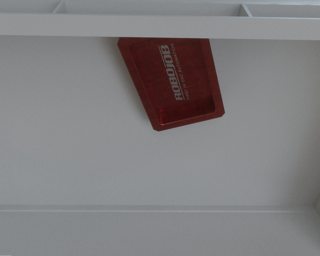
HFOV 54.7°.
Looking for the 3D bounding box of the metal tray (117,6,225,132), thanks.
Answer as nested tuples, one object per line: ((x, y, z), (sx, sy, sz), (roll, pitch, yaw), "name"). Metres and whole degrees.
((0.017, -0.060, 0.354), (0.090, 0.030, 0.129), (-14, 129, 10), "metal tray")
